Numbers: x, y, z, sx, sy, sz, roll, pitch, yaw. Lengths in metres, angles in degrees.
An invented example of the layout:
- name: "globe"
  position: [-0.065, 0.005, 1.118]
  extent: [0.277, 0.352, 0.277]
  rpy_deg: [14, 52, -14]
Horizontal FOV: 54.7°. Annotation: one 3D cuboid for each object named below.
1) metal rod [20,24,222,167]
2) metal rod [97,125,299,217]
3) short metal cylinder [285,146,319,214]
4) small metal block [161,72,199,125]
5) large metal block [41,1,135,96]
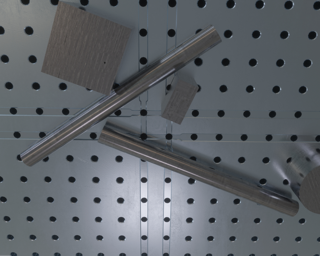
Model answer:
- name: "metal rod"
  position: [-0.057, -0.036, 0.399]
  extent: [0.300, 0.025, 0.025]
  rpy_deg: [-32, 107, 11]
- name: "metal rod"
  position: [0.059, 0.063, 0.437]
  extent: [0.302, 0.025, 0.025]
  rpy_deg: [22, 109, -8]
- name: "short metal cylinder"
  position: [0.223, 0.071, 0.428]
  extent: [0.081, 0.050, 0.079]
  rpy_deg: [0, 110, 0]
- name: "small metal block"
  position: [0.023, -0.038, 0.386]
  extent: [0.025, 0.050, 0.050]
  rpy_deg: [23, 109, -8]
- name: "large metal block"
  position: [-0.082, -0.094, 0.365]
  extent: [0.080, 0.050, 0.079]
  rpy_deg: [20, 109, -7]
